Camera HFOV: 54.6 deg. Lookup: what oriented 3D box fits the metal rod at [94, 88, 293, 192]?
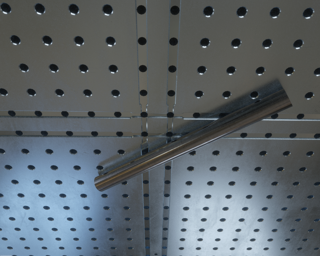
[{"bbox_3d":[0.031,0.025,0.432,0.300,0.025,0.025,-27,125,20],"label":"metal rod"}]
